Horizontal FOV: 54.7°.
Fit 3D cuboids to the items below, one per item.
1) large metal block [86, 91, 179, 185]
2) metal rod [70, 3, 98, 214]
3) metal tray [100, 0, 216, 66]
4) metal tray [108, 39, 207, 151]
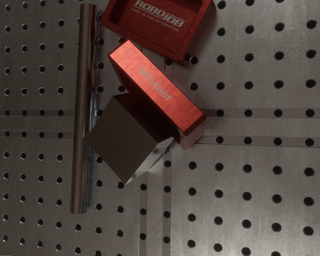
[{"bbox_3d":[-0.037,0.011,0.400,0.080,0.050,0.080,46,122,14],"label":"large metal block"},{"bbox_3d":[-0.110,-0.027,0.450,0.025,0.025,0.298,4,91,19],"label":"metal rod"},{"bbox_3d":[-0.004,-0.150,0.410,0.130,0.030,0.090,30,100,17],"label":"metal tray"},{"bbox_3d":[-0.003,-0.036,0.375,0.030,0.090,0.130,-42,76,-7],"label":"metal tray"}]
